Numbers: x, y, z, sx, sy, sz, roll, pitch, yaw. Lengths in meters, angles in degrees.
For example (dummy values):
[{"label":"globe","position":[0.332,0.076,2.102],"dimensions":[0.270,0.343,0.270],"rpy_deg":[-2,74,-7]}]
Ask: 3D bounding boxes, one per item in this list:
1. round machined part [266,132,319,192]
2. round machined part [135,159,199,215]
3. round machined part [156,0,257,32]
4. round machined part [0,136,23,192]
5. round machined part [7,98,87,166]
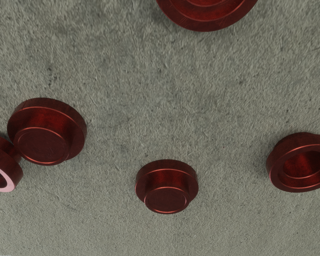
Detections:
[{"label":"round machined part","position":[0.199,0.044,0.435],"dimensions":[0.099,0.042,0.097],"rpy_deg":[0,130,0]},{"label":"round machined part","position":[0.011,0.097,0.478],"dimensions":[0.099,0.042,0.097],"rpy_deg":[0,130,0]},{"label":"round machined part","position":[0.041,-0.141,0.276],"dimensions":[0.099,0.042,0.097],"rpy_deg":[0,130,0]},{"label":"round machined part","position":[-0.230,0.042,0.417],"dimensions":[0.098,0.042,0.097],"rpy_deg":[12,140,10]},{"label":"round machined part","position":[-0.149,0.012,0.405],"dimensions":[0.099,0.042,0.097],"rpy_deg":[0,130,0]}]
